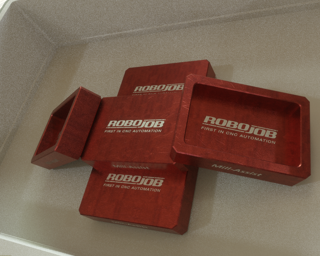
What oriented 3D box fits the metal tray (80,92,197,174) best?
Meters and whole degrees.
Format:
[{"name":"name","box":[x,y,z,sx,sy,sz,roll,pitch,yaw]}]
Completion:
[{"name":"metal tray","box":[-0.024,0.005,0.372,0.130,0.030,0.090,-1,61,27]}]

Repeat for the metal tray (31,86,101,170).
[{"name":"metal tray","box":[-0.133,0.005,0.429,0.130,0.030,0.090,-20,49,53]}]

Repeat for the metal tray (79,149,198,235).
[{"name":"metal tray","box":[-0.025,0.070,0.370,0.130,0.030,0.090,0,61,27]}]

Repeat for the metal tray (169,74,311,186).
[{"name":"metal tray","box":[0.082,0.001,0.317,0.131,0.030,0.090,12,65,1]}]

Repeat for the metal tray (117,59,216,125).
[{"name":"metal tray","box":[0.004,-0.044,0.424,0.130,0.030,0.090,0,61,27]}]
